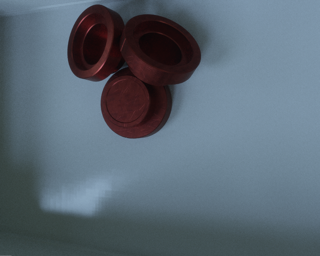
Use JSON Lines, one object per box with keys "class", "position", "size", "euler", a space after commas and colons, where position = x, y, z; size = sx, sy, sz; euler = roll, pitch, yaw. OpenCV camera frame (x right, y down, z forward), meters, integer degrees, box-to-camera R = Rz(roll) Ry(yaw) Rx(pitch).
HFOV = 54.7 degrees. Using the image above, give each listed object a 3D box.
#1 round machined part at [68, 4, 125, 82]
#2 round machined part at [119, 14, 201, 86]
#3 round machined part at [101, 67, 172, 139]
{"class": "round machined part", "position": [-0.079, -0.110, 0.418], "size": [0.098, 0.042, 0.097], "euler": [-6, 81, 40]}
{"class": "round machined part", "position": [-0.003, -0.091, 0.383], "size": [0.098, 0.099, 0.042], "euler": [50, 141, 13]}
{"class": "round machined part", "position": [-0.037, -0.034, 0.415], "size": [0.098, 0.042, 0.097], "euler": [0, 90, 20]}
